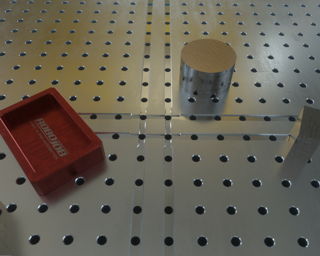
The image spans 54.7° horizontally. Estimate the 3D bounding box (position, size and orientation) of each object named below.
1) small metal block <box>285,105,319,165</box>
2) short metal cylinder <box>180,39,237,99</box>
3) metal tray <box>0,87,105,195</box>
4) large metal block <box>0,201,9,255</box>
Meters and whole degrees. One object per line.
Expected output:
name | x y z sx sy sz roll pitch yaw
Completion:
small metal block | 0.181 0.009 0.386 0.025 0.050 0.050 19 52 14
short metal cylinder | 0.071 -0.090 0.468 0.081 0.050 0.080 0 50 0
metal tray | -0.143 0.010 0.393 0.091 0.030 0.130 -32 57 -24
large metal block | -0.198 0.110 0.296 0.081 0.050 0.080 -17 52 -15
